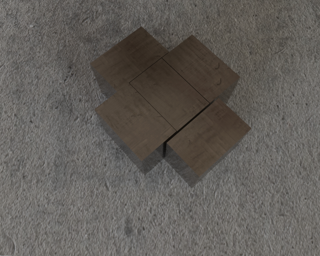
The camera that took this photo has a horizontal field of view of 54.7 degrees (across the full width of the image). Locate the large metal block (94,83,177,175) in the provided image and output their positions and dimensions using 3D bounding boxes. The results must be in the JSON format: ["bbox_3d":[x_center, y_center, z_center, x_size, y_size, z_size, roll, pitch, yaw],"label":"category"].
[{"bbox_3d":[-0.028,0.005,0.379,0.050,0.080,0.080,-41,75,-13],"label":"large metal block"}]

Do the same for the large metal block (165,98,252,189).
[{"bbox_3d":[0.054,0.022,0.373,0.080,0.080,0.050,-40,75,-13],"label":"large metal block"}]

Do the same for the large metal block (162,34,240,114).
[{"bbox_3d":[0.048,-0.058,0.403,0.050,0.080,0.080,-41,75,-13],"label":"large metal block"}]

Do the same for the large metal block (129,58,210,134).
[{"bbox_3d":[0.010,-0.027,0.390,0.050,0.080,0.080,-41,75,-13],"label":"large metal block"}]

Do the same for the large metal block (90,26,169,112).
[{"bbox_3d":[-0.036,-0.070,0.406,0.080,0.080,0.050,-40,75,-13],"label":"large metal block"}]
